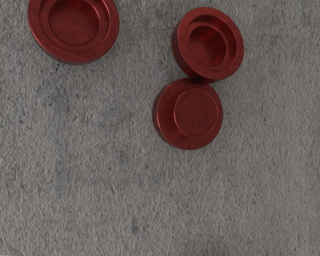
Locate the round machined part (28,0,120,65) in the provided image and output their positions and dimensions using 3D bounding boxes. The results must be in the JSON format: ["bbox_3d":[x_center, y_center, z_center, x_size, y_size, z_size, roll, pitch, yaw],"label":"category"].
[{"bbox_3d":[-0.100,-0.122,0.363,0.099,0.042,0.097,0,90,-20],"label":"round machined part"}]

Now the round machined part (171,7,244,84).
[{"bbox_3d":[0.060,-0.107,0.417,0.099,0.042,0.097,3,81,-21],"label":"round machined part"}]

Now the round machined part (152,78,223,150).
[{"bbox_3d":[0.042,-0.019,0.415,0.099,0.042,0.097,0,90,-20],"label":"round machined part"}]
